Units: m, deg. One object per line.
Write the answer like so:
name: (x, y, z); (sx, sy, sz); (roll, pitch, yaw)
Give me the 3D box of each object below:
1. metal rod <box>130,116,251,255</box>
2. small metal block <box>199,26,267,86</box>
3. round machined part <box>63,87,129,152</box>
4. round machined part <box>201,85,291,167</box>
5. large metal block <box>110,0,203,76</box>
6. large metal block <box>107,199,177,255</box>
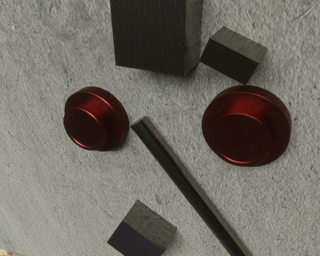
metal rod: (0.059, 0.109, 0.442); (0.025, 0.025, 0.299); (-29, 103, 37)
small metal block: (0.073, -0.073, 0.307); (0.050, 0.050, 0.025); (30, 128, 9)
round machined part: (-0.097, -0.006, 0.443); (0.098, 0.042, 0.097); (13, 124, 21)
round machined part: (0.094, 0.004, 0.349); (0.098, 0.042, 0.097); (13, 124, 21)
large metal block: (-0.002, -0.106, 0.326); (0.080, 0.050, 0.079); (13, 124, 21)
large metal block: (-0.031, 0.180, 0.518); (0.080, 0.050, 0.079); (35, 129, 4)
